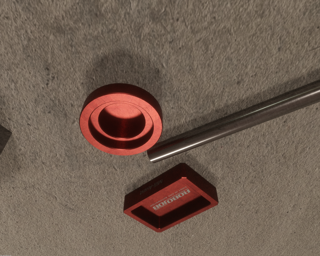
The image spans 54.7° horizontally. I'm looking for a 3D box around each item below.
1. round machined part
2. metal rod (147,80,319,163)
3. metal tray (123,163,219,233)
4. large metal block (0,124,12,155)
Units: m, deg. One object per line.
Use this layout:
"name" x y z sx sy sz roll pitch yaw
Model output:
"round machined part" -0.046 -0.015 0.383 0.099 0.042 0.097 -1 130 0
"metal rod" 0.120 -0.016 0.395 0.300 0.025 0.025 -22 127 17
"metal tray" 0.016 0.117 0.504 0.130 0.030 0.090 -34 123 25
"large metal block" -0.251 0.035 0.397 0.080 0.080 0.050 -29 125 22
